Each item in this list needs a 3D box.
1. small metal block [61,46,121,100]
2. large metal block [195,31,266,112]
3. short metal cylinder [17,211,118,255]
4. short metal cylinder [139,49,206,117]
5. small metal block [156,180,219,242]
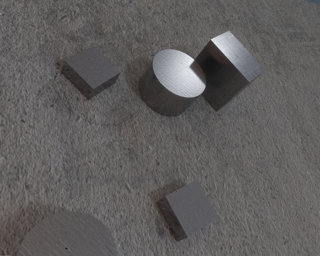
[{"bbox_3d":[-0.089,-0.072,0.400,0.050,0.025,0.050,45,51,3],"label":"small metal block"},{"bbox_3d":[0.096,-0.085,0.472,0.050,0.080,0.080,-34,81,-38],"label":"large metal block"},{"bbox_3d":[-0.083,0.119,0.270,0.081,0.050,0.080,14,56,-21],"label":"short metal cylinder"},{"bbox_3d":[0.017,-0.063,0.435,0.081,0.050,0.080,14,56,-21],"label":"short metal cylinder"},{"bbox_3d":[0.032,0.096,0.363,0.050,0.025,0.050,-19,72,-35],"label":"small metal block"}]
